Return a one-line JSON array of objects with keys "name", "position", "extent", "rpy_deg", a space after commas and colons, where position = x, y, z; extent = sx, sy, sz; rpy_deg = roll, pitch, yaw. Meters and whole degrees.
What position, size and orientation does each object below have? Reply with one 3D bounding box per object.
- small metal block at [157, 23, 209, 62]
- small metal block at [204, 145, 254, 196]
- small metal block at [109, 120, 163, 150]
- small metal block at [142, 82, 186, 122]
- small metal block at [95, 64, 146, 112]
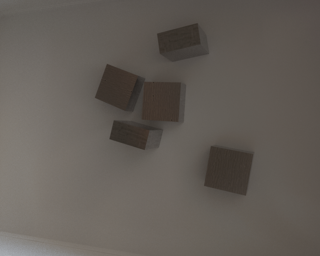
[{"name": "small metal block", "position": [0.030, -0.105, 0.386], "extent": [0.050, 0.050, 0.025], "rpy_deg": [-9, 87, 20]}, {"name": "small metal block", "position": [0.085, 0.050, 0.380], "extent": [0.050, 0.025, 0.050], "rpy_deg": [10, 94, 19]}, {"name": "small metal block", "position": [-0.030, 0.008, 0.408], "extent": [0.050, 0.050, 0.025], "rpy_deg": [16, 96, 19]}, {"name": "small metal block", "position": [0.006, -0.034, 0.408], "extent": [0.050, 0.025, 0.050], "rpy_deg": [4, 91, 20]}, {"name": "small metal block", "position": [-0.055, -0.055, 0.430], "extent": [0.050, 0.025, 0.050], "rpy_deg": [24, 98, 18]}]
